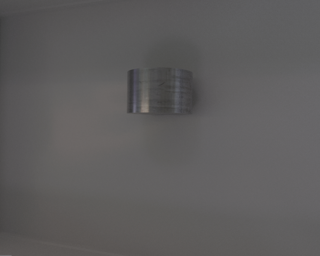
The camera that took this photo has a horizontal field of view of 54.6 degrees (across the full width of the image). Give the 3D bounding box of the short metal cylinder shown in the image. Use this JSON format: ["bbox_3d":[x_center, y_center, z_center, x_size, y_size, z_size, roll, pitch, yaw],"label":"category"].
[{"bbox_3d":[0.000,-0.042,0.382,0.080,0.080,0.050,1,91,20],"label":"short metal cylinder"}]
